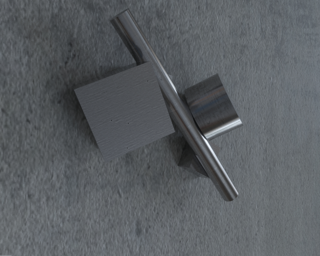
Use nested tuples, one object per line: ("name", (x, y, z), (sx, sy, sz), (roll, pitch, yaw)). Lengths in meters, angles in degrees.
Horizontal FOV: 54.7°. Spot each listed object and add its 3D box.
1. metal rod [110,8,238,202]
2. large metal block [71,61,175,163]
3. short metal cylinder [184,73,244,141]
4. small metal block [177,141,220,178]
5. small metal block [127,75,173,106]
("metal rod", (0.031, -0.012, 0.402), (0.025, 0.025, 0.299), (-49, 119, -29))
("large metal block", (-0.040, -0.021, 0.336), (0.081, 0.050, 0.080), (-24, 107, -13))
("short metal cylinder", (0.075, -0.029, 0.429), (0.080, 0.050, 0.080), (56, 18, -27))
("small metal block", (0.058, 0.042, 0.458), (0.050, 0.025, 0.050), (31, 71, -36))
("small metal block", (-0.014, -0.049, 0.396), (0.050, 0.025, 0.050), (16, 80, -39))
